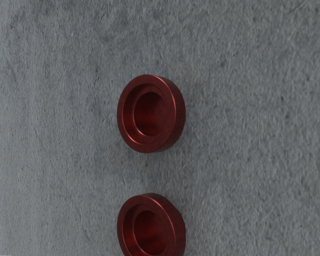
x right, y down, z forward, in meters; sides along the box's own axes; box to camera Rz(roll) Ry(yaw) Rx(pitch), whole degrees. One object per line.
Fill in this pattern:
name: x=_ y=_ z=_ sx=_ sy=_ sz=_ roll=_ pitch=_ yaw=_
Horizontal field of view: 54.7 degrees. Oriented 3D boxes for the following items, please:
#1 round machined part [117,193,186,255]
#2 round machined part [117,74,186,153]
round machined part: x=-0.006 y=0.132 z=0.397 sx=0.098 sy=0.042 sz=0.097 roll=0 pitch=90 yaw=39
round machined part: x=-0.007 y=-0.017 z=0.398 sx=0.098 sy=0.042 sz=0.097 roll=0 pitch=90 yaw=39
